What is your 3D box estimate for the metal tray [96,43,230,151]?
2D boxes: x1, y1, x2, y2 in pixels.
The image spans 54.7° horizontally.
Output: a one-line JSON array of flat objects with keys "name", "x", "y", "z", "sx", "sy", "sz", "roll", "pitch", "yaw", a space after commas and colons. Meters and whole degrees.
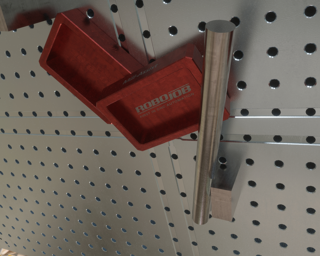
[{"name": "metal tray", "x": 0.003, "y": -0.029, "z": 0.360, "sx": 0.130, "sy": 0.030, "sz": 0.090, "roll": -22, "pitch": 124, "yaw": 28}]

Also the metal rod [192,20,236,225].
[{"name": "metal rod", "x": 0.055, "y": 0.024, "z": 0.360, "sx": 0.025, "sy": 0.025, "sz": 0.298, "roll": 16, "pitch": 136, "yaw": 19}]

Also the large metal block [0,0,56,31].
[{"name": "large metal block", "x": -0.190, "y": -0.154, "z": 0.379, "sx": 0.080, "sy": 0.080, "sz": 0.050, "roll": 9, "pitch": 122, "yaw": 23}]

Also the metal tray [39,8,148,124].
[{"name": "metal tray", "x": -0.088, "y": -0.077, "z": 0.404, "sx": 0.130, "sy": 0.030, "sz": 0.090, "roll": 41, "pitch": 129, "yaw": -1}]

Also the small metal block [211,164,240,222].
[{"name": "small metal block", "x": 0.086, "y": 0.083, "z": 0.400, "sx": 0.025, "sy": 0.050, "sz": 0.050, "roll": 7, "pitch": 121, "yaw": 24}]
